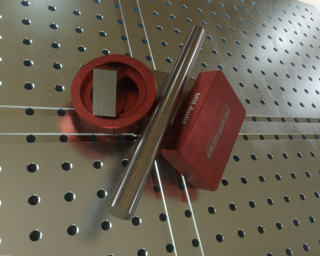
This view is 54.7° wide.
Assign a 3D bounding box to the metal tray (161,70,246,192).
[{"bbox_3d":[0.061,0.003,0.395,0.090,0.030,0.130,48,58,-37],"label":"metal tray"}]

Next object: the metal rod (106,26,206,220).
[{"bbox_3d":[0.010,-0.032,0.370,0.025,0.025,0.300,30,52,-9],"label":"metal rod"}]

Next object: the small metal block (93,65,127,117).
[{"bbox_3d":[-0.057,-0.044,0.354,0.025,0.050,0.050,6,17,4],"label":"small metal block"}]

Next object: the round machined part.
[{"bbox_3d":[-0.054,-0.037,0.375,0.099,0.042,0.098,1,67,-1],"label":"round machined part"}]

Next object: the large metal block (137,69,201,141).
[{"bbox_3d":[0.015,-0.025,0.417,0.081,0.050,0.080,9,58,-24],"label":"large metal block"}]
